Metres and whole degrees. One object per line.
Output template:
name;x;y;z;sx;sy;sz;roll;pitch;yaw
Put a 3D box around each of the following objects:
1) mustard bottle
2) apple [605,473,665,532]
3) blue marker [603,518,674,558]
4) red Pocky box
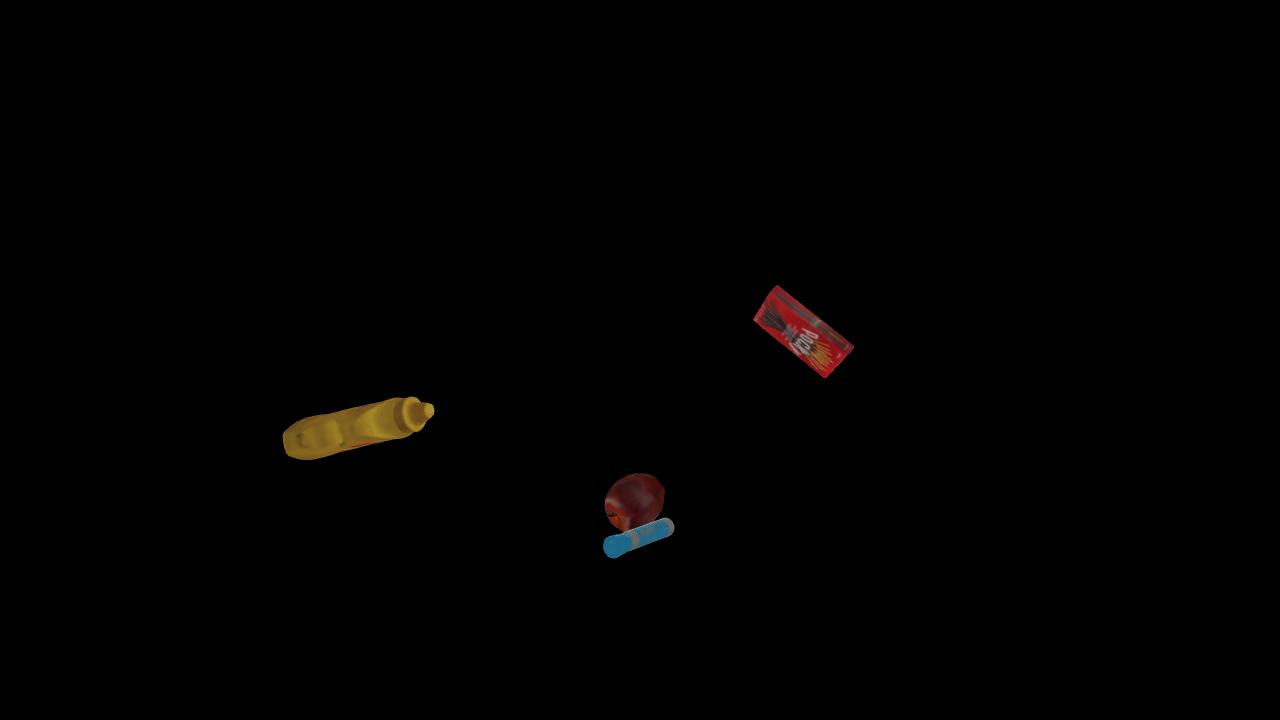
mustard bottle;-0.329;0.078;0.745;0.184;0.054;0.092;-14;-7;17
apple;-0.009;0.202;0.878;0.093;0.079;0.079;-26;15;-34
blue marker;0.001;0.163;0.566;0.020;0.020;0.121;0;-6;25
red Pocky box;0.257;-0.044;0.981;0.028;0.155;0.083;-42;-15;-28
